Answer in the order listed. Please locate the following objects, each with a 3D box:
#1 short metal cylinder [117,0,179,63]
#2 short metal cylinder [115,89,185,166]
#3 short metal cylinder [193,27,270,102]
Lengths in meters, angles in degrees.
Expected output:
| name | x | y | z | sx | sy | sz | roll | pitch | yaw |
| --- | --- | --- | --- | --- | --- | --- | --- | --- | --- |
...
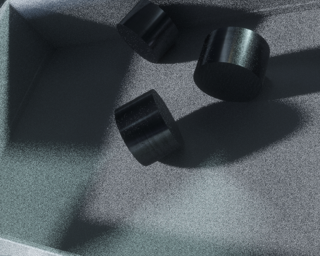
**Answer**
| name | x | y | z | sx | sy | sz | roll | pitch | yaw |
| --- | --- | --- | --- | --- | --- | --- | --- | --- | --- |
| short metal cylinder | -0.018 | -0.144 | 0.467 | 0.080 | 0.080 | 0.050 | 35 | 81 | 38 |
| short metal cylinder | -0.011 | 0.000 | 0.375 | 0.050 | 0.080 | 0.080 | -28 | 52 | 10 |
| short metal cylinder | 0.085 | -0.073 | 0.370 | 0.080 | 0.080 | 0.050 | 5 | 65 | 30 |
